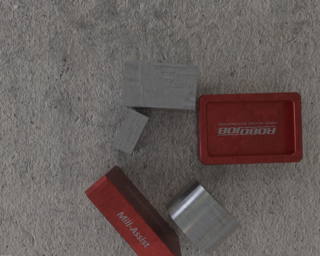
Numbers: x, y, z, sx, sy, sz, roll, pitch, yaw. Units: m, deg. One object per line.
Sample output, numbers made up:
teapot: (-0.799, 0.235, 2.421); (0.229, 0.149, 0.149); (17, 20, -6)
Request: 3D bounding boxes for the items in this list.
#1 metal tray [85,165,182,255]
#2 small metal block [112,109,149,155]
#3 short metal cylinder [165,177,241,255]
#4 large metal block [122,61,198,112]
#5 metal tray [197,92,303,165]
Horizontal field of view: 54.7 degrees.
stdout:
metal tray: (-0.028, 0.109, 0.377); (0.030, 0.090, 0.130); (-41, 90, 0)
small metal block: (-0.035, 0.004, 0.397); (0.025, 0.050, 0.050); (26, 90, 0)
short metal cylinder: (0.052, 0.107, 0.383); (0.050, 0.080, 0.080); (-44, 90, 0)
large metal block: (0.000, -0.048, 0.383); (0.080, 0.080, 0.050); (3, 90, 0)
metal tray: (0.116, 0.001, 0.408); (0.131, 0.030, 0.089); (-2, 90, 0)
